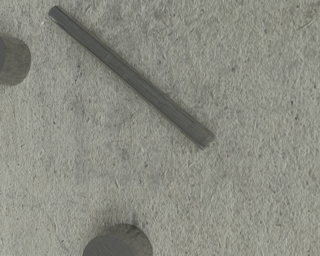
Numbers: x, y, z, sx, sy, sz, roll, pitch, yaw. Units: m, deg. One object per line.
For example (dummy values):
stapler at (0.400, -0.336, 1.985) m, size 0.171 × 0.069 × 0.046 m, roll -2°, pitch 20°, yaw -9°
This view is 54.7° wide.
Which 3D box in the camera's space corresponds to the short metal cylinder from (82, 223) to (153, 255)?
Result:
short metal cylinder at (-0.056, 0.175, 0.415) m, size 0.080 × 0.050 × 0.080 m, roll 0°, pitch 90°, yaw 20°

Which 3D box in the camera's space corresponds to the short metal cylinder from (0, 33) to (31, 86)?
short metal cylinder at (-0.252, -0.108, 0.485) m, size 0.080 × 0.050 × 0.080 m, roll 0°, pitch 90°, yaw 20°

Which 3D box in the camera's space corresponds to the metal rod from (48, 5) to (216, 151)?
metal rod at (-0.048, -0.077, 0.425) m, size 0.300 × 0.025 × 0.025 m, roll 41°, pitch 103°, yaw 15°
